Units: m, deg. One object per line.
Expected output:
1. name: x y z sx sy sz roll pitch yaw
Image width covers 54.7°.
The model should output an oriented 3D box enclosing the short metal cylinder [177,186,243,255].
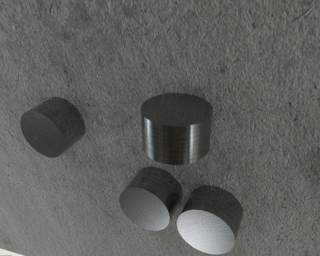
1. short metal cylinder: 0.070 0.128 0.433 0.080 0.050 0.079 13 124 21

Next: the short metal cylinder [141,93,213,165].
1. short metal cylinder: 0.019 -0.001 0.361 0.080 0.080 0.050 13 124 21

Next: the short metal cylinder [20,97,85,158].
1. short metal cylinder: -0.164 -0.001 0.476 0.080 0.050 0.079 13 124 21

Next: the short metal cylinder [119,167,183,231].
1. short metal cylinder: -0.013 0.105 0.462 0.080 0.050 0.079 13 124 21
